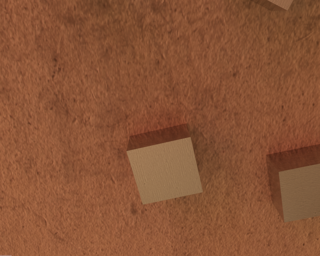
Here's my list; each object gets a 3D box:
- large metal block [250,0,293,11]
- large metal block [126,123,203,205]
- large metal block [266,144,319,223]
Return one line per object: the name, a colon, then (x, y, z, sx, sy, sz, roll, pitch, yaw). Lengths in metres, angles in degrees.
large metal block: (0.114, -0.182, 0.331, 0.080, 0.050, 0.079, 23, 108, -9)
large metal block: (0.007, 0.047, 0.414, 0.080, 0.050, 0.079, -13, 110, 4)
large metal block: (0.199, 0.075, 0.427, 0.080, 0.050, 0.079, -12, 110, 4)
